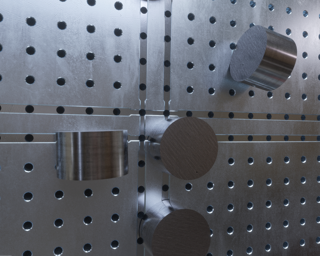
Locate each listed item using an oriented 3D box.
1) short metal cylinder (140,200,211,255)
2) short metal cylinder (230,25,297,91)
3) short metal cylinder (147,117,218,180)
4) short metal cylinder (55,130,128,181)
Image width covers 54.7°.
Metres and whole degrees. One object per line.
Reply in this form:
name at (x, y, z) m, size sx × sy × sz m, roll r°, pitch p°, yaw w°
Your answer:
short metal cylinder at (0.019, 0.140, 0.408) m, size 0.081 × 0.050 × 0.079 m, roll 0°, pitch 90°, yaw -20°
short metal cylinder at (0.144, -0.098, 0.438) m, size 0.050 × 0.080 × 0.080 m, roll 14°, pitch 85°, yaw -20°
short metal cylinder at (0.029, 0.025, 0.411) m, size 0.081 × 0.050 × 0.079 m, roll 0°, pitch 90°, yaw -20°
short metal cylinder at (-0.077, 0.028, 0.356) m, size 0.081 × 0.080 × 0.050 m, roll -2°, pitch 91°, yaw -20°
